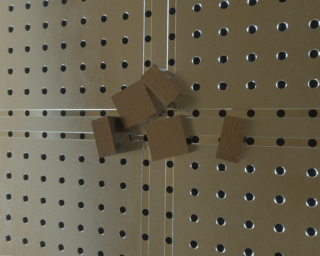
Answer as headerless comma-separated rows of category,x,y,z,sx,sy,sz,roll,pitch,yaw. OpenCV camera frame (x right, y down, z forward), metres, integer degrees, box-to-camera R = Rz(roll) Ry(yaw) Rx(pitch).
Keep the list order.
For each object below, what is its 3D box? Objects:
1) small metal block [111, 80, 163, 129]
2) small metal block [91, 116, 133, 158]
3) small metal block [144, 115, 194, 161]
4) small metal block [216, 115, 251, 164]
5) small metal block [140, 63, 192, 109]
small metal block,-0.031,-0.031,0.424,0.050,0.025,0.050,-28,81,18
small metal block,-0.064,0.012,0.423,0.025,0.050,0.050,-16,85,19
small metal block,0.012,0.013,0.409,0.050,0.025,0.050,-15,85,19
small metal block,0.088,0.012,0.368,0.025,0.050,0.050,13,95,19
small metal block,0.009,-0.052,0.397,0.025,0.050,0.050,-44,76,15
